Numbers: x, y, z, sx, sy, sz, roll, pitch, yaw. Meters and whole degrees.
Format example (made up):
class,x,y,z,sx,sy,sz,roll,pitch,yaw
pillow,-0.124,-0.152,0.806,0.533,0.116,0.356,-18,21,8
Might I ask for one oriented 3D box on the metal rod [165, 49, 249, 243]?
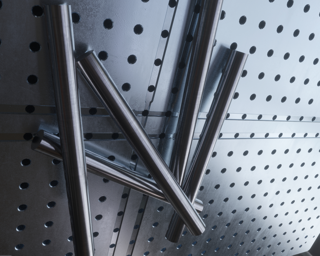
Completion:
class,x,y,z,sx,sy,sz,roll,pitch,yaw
metal rod,0.063,0.036,0.449,0.025,0.025,0.298,7,109,-32

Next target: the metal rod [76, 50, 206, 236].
class,x,y,z,sx,sy,sz,roll,pitch,yaw
metal rod,-0.012,0.038,0.393,0.025,0.025,0.299,-34,118,-6

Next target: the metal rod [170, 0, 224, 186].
class,x,y,z,sx,sy,sz,roll,pitch,yaw
metal rod,0.043,-0.042,0.401,0.025,0.025,0.298,-4,118,-27

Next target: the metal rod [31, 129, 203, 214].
class,x,y,z,sx,sy,sz,roll,pitch,yaw
metal rod,-0.036,0.074,0.438,0.301,0.025,0.025,31,101,-39

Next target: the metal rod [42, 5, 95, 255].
class,x,y,z,sx,sy,sz,roll,pitch,yaw
metal rod,-0.096,0.024,0.343,0.025,0.025,0.298,-10,114,-24
